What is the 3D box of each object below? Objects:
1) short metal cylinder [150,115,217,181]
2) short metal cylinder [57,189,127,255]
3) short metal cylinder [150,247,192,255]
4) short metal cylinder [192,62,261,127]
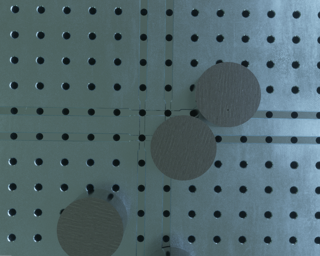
[{"bbox_3d":[0.029,0.024,0.401,0.081,0.050,0.079,0,90,-1],"label":"short metal cylinder"},{"bbox_3d":[-0.085,0.124,0.400,0.081,0.050,0.079,0,90,-1],"label":"short metal cylinder"},{"bbox_3d":[0.015,0.204,0.401,0.081,0.050,0.079,0,90,-1],"label":"short metal cylinder"},{"bbox_3d":[0.083,-0.041,0.402,0.081,0.050,0.079,0,90,-1],"label":"short metal cylinder"}]
